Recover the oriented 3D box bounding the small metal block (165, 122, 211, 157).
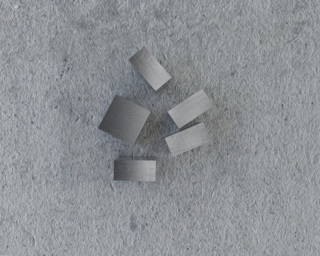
[{"bbox_3d":[0.034,0.014,0.398,0.050,0.050,0.025,-23,90,0],"label":"small metal block"}]

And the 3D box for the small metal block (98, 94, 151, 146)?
[{"bbox_3d":[-0.046,-0.010,0.409,0.050,0.025,0.050,27,90,0],"label":"small metal block"}]

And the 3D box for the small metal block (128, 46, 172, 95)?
[{"bbox_3d":[-0.012,-0.072,0.397,0.025,0.050,0.050,-41,90,0],"label":"small metal block"}]

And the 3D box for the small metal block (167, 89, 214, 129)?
[{"bbox_3d":[0.037,-0.023,0.398,0.050,0.050,0.025,-34,90,0],"label":"small metal block"}]

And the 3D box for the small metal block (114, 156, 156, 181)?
[{"bbox_3d":[-0.030,0.051,0.397,0.050,0.050,0.025,1,90,0],"label":"small metal block"}]
